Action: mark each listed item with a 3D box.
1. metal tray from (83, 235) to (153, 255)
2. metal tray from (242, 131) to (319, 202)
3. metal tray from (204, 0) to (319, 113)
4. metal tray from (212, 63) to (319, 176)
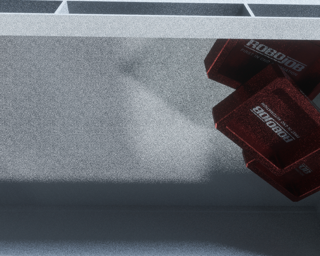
[{"bbox_3d":[-0.087,0.260,0.628,0.131,0.030,0.089,9,130,-8],"label":"metal tray"},{"bbox_3d":[0.196,0.051,0.450,0.130,0.030,0.090,35,122,-26],"label":"metal tray"},{"bbox_3d":[0.127,-0.076,0.342,0.131,0.030,0.089,19,128,-16],"label":"metal tray"},{"bbox_3d":[0.137,-0.003,0.363,0.130,0.030,0.090,35,122,-26],"label":"metal tray"}]
